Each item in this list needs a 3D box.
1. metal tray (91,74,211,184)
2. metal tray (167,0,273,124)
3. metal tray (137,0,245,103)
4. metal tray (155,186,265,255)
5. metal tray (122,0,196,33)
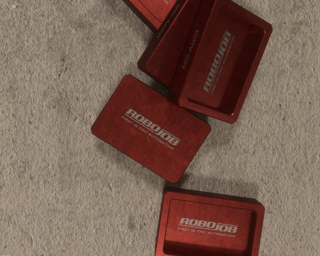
[{"bbox_3d":[-0.011,0.001,0.407,0.130,0.030,0.090,32,90,-1],"label":"metal tray"},{"bbox_3d":[0.073,-0.078,0.375,0.091,0.030,0.129,16,98,-29],"label":"metal tray"},{"bbox_3d":[0.043,-0.106,0.388,0.090,0.030,0.130,33,90,-29],"label":"metal tray"},{"bbox_3d":[0.064,0.132,0.408,0.131,0.030,0.089,8,90,-1],"label":"metal tray"},{"bbox_3d":[-0.011,-0.196,0.407,0.090,0.030,0.130,-44,91,0],"label":"metal tray"}]
